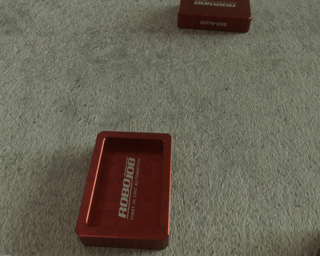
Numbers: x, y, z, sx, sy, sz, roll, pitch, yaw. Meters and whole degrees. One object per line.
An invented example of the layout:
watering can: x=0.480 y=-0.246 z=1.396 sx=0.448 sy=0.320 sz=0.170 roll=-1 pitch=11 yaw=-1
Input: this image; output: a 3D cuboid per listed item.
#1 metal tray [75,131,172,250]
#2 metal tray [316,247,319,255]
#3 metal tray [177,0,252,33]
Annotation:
metal tray: x=-0.033 y=0.064 z=0.345 sx=0.091 sy=0.030 sz=0.130 roll=2 pitch=50 yaw=2
metal tray: x=0.205 y=0.152 z=0.273 sx=0.130 sy=0.030 sz=0.090 roll=31 pitch=57 yaw=23
metal tray: x=0.102 y=-0.223 z=0.588 sx=0.131 sy=0.030 sz=0.090 roll=6 pitch=50 yaw=4
